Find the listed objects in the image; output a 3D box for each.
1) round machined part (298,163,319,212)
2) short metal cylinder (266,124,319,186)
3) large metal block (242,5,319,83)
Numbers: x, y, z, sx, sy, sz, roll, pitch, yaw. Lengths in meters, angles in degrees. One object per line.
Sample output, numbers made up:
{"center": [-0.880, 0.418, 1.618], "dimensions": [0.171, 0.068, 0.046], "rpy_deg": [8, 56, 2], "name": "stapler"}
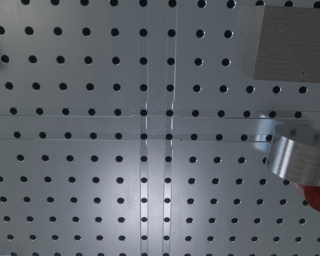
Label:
{"center": [0.253, 0.081, 0.436], "dimensions": [0.099, 0.042, 0.097], "rpy_deg": [0, 110, 0], "name": "round machined part"}
{"center": [0.183, 0.032, 0.397], "dimensions": [0.081, 0.080, 0.050], "rpy_deg": [6, 110, -3], "name": "short metal cylinder"}
{"center": [0.149, -0.099, 0.365], "dimensions": [0.081, 0.050, 0.079], "rpy_deg": [3, 110, -1], "name": "large metal block"}
